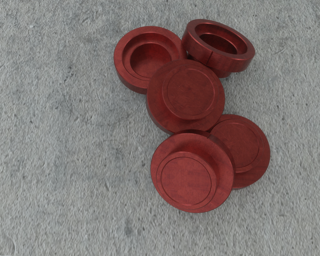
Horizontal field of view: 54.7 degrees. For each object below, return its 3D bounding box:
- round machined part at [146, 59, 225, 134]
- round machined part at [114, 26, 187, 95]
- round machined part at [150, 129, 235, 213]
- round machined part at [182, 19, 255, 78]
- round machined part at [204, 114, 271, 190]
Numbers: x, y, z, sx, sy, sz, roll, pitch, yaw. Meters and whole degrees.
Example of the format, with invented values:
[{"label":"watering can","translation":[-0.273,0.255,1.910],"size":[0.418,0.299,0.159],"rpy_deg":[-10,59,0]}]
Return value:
[{"label":"round machined part","translation":[0.033,-0.039,0.380],"size":[0.099,0.042,0.097],"rpy_deg":[1,80,-8]},{"label":"round machined part","translation":[-0.013,-0.089,0.433],"size":[0.099,0.042,0.098],"rpy_deg":[0,70,-1]},{"label":"round machined part","translation":[0.034,0.053,0.354],"size":[0.098,0.042,0.097],"rpy_deg":[5,105,18]},{"label":"round machined part","translation":[0.076,-0.105,0.425],"size":[0.099,0.042,0.098],"rpy_deg":[13,42,-12]},{"label":"round machined part","translation":[0.091,0.027,0.391],"size":[0.099,0.042,0.098],"rpy_deg":[0,70,-1]}]
